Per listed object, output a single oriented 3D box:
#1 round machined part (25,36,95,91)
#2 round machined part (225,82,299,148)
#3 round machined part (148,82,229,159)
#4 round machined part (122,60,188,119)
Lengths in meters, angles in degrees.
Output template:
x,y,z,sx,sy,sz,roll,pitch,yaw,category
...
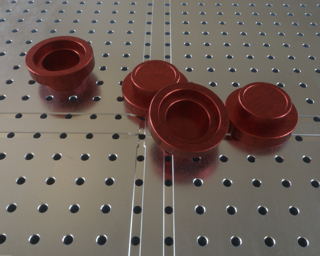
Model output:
x,y,z,sx,sy,sz,roll,pitch,yaw,category
-0.149,-0.095,0.475,0.099,0.042,0.098,0,50,0,round machined part
0.137,-0.025,0.419,0.099,0.042,0.098,0,50,0,round machined part
0.033,-0.006,0.393,0.099,0.042,0.098,4,62,-7,round machined part
-0.006,-0.061,0.448,0.099,0.042,0.098,0,50,0,round machined part
